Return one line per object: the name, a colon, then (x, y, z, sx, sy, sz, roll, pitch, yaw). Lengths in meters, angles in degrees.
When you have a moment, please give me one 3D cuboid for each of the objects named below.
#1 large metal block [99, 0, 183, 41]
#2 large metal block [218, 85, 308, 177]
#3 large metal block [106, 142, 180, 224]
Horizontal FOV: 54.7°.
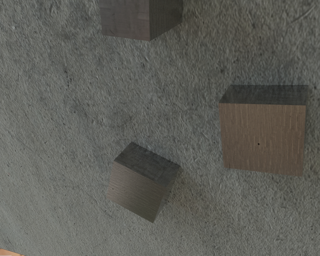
large metal block: (-0.015, -0.136, 0.295, 0.050, 0.080, 0.079, 13, 124, 21)
large metal block: (0.112, 0.000, 0.332, 0.080, 0.050, 0.079, 4, 120, 26)
large metal block: (-0.026, 0.079, 0.454, 0.080, 0.050, 0.079, 25, 128, 12)
